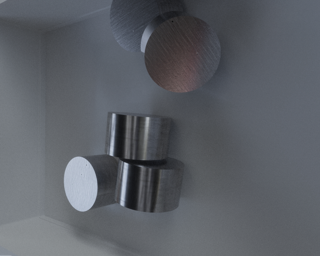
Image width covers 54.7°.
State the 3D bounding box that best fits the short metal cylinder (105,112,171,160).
[{"bbox_3d":[-0.027,0.008,0.392,0.080,0.081,0.050,9,96,39],"label":"short metal cylinder"}]

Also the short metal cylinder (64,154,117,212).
[{"bbox_3d":[-0.101,0.082,0.471,0.080,0.050,0.079,0,90,39],"label":"short metal cylinder"}]

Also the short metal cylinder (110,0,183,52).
[{"bbox_3d":[-0.017,-0.138,0.392,0.080,0.050,0.079,13,111,36],"label":"short metal cylinder"}]

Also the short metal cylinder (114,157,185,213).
[{"bbox_3d":[-0.013,0.064,0.380,0.080,0.081,0.050,12,98,39],"label":"short metal cylinder"}]

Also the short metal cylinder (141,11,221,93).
[{"bbox_3d":[0.021,-0.085,0.343,0.079,0.080,0.050,-64,18,20],"label":"short metal cylinder"}]
